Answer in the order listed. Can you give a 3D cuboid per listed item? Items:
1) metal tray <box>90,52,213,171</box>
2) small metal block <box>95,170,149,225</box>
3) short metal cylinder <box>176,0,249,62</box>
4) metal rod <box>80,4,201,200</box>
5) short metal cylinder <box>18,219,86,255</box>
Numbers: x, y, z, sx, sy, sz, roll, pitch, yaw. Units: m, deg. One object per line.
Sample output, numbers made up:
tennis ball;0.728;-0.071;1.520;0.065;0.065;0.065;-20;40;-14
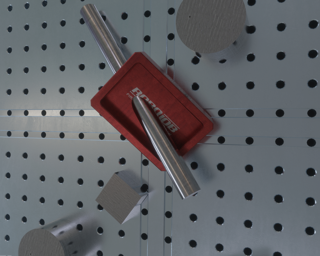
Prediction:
metal tray;-0.009;-0.020;0.389;0.130;0.030;0.090;44;104;-7
small metal block;-0.053;0.096;0.431;0.050;0.025;0.050;39;102;15
short metal cylinder;0.065;-0.125;0.376;0.080;0.050;0.079;0;90;20
metal rod;-0.034;-0.046;0.404;0.025;0.025;0.299;-35;72;16
short metal cylinder;-0.157;0.180;0.455;0.080;0.050;0.079;0;90;20
